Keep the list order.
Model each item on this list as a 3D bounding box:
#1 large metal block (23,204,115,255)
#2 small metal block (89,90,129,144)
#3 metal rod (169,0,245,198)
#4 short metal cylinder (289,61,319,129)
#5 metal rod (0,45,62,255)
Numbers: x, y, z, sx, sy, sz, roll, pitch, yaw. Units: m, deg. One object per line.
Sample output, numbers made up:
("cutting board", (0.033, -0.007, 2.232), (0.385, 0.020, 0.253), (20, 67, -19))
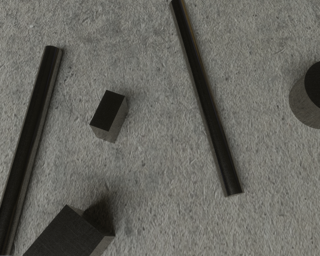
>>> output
("large metal block", (-0.098, 0.133, 0.329), (0.050, 0.080, 0.080), (36, 74, 12))
("small metal block", (-0.064, -0.013, 0.399), (0.025, 0.050, 0.050), (20, 71, 7))
("metal rod", (0.059, -0.055, 0.428), (0.025, 0.025, 0.299), (-12, 71, -5))
("short metal cylinder", (0.222, -0.044, 0.414), (0.081, 0.050, 0.080), (0, 70, 0))
("metal rod", (-0.171, 0.028, 0.395), (0.025, 0.025, 0.299), (6, 70, 2))
